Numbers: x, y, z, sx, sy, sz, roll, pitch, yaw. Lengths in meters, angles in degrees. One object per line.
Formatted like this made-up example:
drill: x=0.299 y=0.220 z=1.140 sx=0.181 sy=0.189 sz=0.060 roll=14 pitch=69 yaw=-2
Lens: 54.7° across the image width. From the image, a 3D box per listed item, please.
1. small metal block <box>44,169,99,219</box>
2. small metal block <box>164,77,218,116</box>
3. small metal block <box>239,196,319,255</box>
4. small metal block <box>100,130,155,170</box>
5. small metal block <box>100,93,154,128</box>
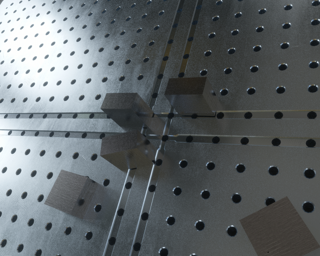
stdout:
small metal block: x=-0.118 y=0.088 z=0.414 sx=0.050 sy=0.025 sz=0.050 roll=9 pitch=66 yaw=31
small metal block: x=0.041 y=-0.039 z=0.394 sx=0.050 sy=0.050 sz=0.025 roll=2 pitch=63 yaw=29
small metal block: x=0.111 y=0.100 z=0.288 sx=0.050 sy=0.025 sz=0.050 roll=-30 pitch=52 yaw=8
small metal block: x=-0.039 y=0.029 z=0.393 sx=0.050 sy=0.050 sz=0.025 roll=-13 pitch=57 yaw=21
small metal block: x=-0.045 y=-0.024 z=0.429 sx=0.050 sy=0.050 sz=0.025 roll=3 pitch=63 yaw=29
